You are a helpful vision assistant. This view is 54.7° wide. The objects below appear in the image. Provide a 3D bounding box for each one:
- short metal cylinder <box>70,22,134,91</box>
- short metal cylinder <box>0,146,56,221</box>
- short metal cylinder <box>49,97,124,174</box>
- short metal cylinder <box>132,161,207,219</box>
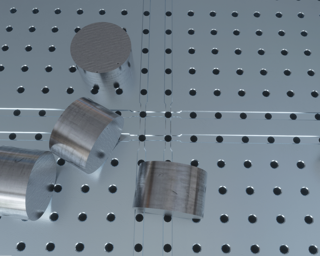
[{"bbox_3d":[-0.079,-0.100,0.434,0.081,0.050,0.080,0,70,0],"label":"short metal cylinder"},{"bbox_3d":[-0.160,0.063,0.358,0.050,0.080,0.080,7,70,2],"label":"short metal cylinder"},{"bbox_3d":[-0.087,0.009,0.378,0.050,0.080,0.080,29,73,9],"label":"short metal cylinder"},{"bbox_3d":[0.012,0.073,0.356,0.080,0.080,0.050,8,70,2],"label":"short metal cylinder"}]
